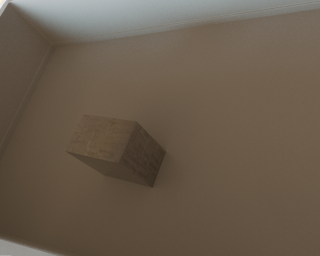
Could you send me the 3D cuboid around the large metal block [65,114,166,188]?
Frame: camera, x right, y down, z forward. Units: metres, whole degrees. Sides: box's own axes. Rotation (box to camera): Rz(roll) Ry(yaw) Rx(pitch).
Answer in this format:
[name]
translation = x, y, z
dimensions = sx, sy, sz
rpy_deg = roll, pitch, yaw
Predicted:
[large metal block]
translation = -0.051, 0.028, 0.378
dimensions = 0.080, 0.080, 0.050
rpy_deg = 8, 66, 31
